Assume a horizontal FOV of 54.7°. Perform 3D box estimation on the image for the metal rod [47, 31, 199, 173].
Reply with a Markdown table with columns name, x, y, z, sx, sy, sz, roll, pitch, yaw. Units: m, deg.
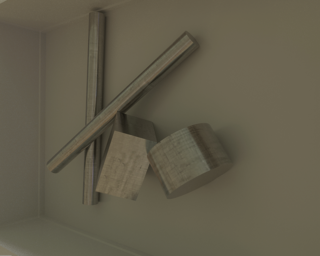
| name | x | y | z | sx | sy | sz | roll | pitch | yaw |
| --- | --- | --- | --- | --- | --- | --- | --- | --- | --- |
| metal rod | -0.066 | -0.023 | 0.437 | 0.299 | 0.025 | 0.025 | -39 | 66 | 25 |

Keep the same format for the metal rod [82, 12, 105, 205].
| name | x | y | z | sx | sy | sz | roll | pitch | yaw |
| --- | --- | --- | --- | --- | --- | --- | --- | --- | --- |
| metal rod | -0.105 | -0.029 | 0.490 | 0.025 | 0.025 | 0.298 | 4 | 93 | 39 |

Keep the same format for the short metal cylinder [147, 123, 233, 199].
| name | x | y | z | sx | sy | sz | roll | pitch | yaw |
| --- | --- | --- | --- | --- | --- | --- | --- | --- | --- |
| short metal cylinder | 0.033 | 0.037 | 0.343 | 0.080 | 0.081 | 0.050 | -41 | 66 | 32 |

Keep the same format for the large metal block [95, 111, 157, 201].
| name | x | y | z | sx | sy | sz | roll | pitch | yaw |
| --- | --- | --- | --- | --- | --- | --- | --- | --- | --- |
| large metal block | -0.044 | 0.033 | 0.398 | 0.080 | 0.050 | 0.079 | -107 | 36 | -71 |
